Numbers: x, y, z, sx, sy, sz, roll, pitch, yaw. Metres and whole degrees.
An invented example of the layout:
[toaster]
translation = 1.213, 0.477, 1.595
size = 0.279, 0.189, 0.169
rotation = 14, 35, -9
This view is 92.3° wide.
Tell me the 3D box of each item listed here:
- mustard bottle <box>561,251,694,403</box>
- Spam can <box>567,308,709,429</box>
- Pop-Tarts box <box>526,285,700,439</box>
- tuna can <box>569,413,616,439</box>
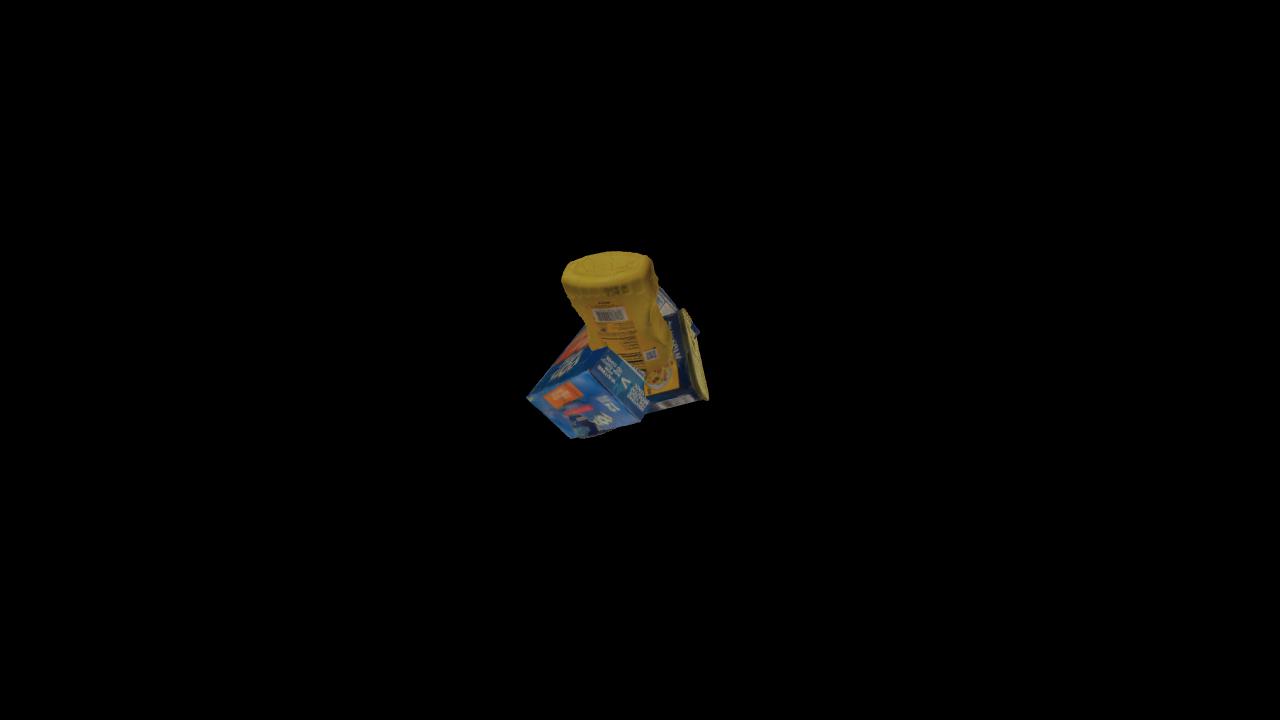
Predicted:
[mustard bottle]
translation = -0.013, -0.024, 0.640
size = 0.092, 0.184, 0.054
rotation = -5, 44, 14
[Spam can]
translation = 0.021, 0.004, 0.669
size = 0.085, 0.101, 0.058
rotation = -16, -24, 13
[Pop-Tarts box]
translation = -0.035, 0.006, 0.719
size = 0.083, 0.141, 0.167
rotation = 44, -31, -15
[tuna can]
translation = -0.042, 0.062, 0.727
size = 0.084, 0.034, 0.084
rotation = -21, 5, 2
